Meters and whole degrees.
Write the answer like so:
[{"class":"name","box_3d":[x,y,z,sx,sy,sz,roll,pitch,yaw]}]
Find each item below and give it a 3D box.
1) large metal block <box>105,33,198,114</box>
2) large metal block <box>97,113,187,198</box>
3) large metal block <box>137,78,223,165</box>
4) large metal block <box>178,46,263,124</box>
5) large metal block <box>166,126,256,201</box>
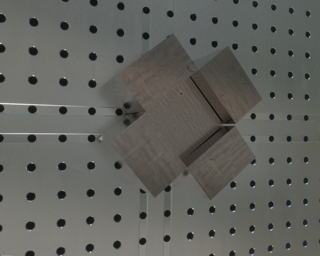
[{"class":"large metal block","box_3d":[-0.014,-0.062,0.378,0.080,0.080,0.050,-40,103,-15]},{"class":"large metal block","box_3d":[-0.025,0.030,0.374,0.050,0.080,0.080,-41,103,-15]},{"class":"large metal block","box_3d":[0.020,-0.011,0.405,0.080,0.050,0.080,-40,101,-14]},{"class":"large metal block","box_3d":[0.073,-0.052,0.410,0.050,0.080,0.080,-41,103,-16]},{"class":"large metal block","box_3d":[0.061,0.041,0.407,0.080,0.080,0.050,-39,103,-16]}]
